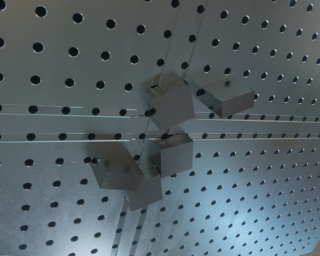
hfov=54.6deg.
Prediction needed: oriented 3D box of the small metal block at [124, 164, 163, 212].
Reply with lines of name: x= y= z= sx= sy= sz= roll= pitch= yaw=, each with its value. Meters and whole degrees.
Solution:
small metal block: x=-0.026 y=0.087 z=0.450 sx=0.050 sy=0.025 sz=0.050 roll=-18 pitch=126 yaw=-18

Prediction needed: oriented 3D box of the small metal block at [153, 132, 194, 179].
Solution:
small metal block: x=0.019 y=0.039 z=0.445 sx=0.050 sy=0.025 sz=0.050 roll=-14 pitch=124 yaw=-20

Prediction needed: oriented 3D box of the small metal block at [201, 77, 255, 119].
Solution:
small metal block: x=0.090 y=-0.042 z=0.418 sx=0.050 sy=0.050 sz=0.025 roll=-20 pitch=126 yaw=-17

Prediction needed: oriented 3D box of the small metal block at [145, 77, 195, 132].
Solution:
small metal block: x=0.014 y=-0.031 z=0.399 sx=0.050 sy=0.025 sz=0.050 roll=-24 pitch=127 yaw=-14

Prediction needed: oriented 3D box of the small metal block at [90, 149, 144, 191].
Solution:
small metal block: x=-0.056 y=0.054 z=0.397 sx=0.050 sy=0.050 sz=0.025 roll=11 pitch=113 yaw=-33
